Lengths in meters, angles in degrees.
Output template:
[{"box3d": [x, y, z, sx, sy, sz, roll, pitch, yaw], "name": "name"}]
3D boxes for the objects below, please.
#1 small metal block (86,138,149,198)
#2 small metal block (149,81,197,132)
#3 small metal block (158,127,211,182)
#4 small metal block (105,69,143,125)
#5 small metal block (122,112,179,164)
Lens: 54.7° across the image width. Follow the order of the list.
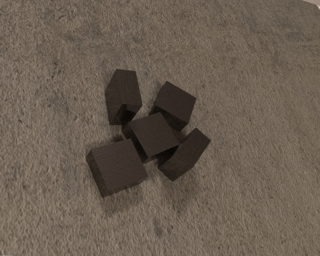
[{"box3d": [-0.049, 0.045, 0.351, 0.050, 0.025, 0.050, -15, 70, -34], "name": "small metal block"}, {"box3d": [0.018, -0.031, 0.434, 0.050, 0.025, 0.050, 29, 52, -10], "name": "small metal block"}, {"box3d": [0.030, 0.033, 0.385, 0.025, 0.050, 0.050, 42, 51, -1], "name": "small metal block"}, {"box3d": [-0.047, -0.037, 0.387, 0.025, 0.050, 0.050, 2, 61, -28], "name": "small metal block"}, {"box3d": [-0.012, 0.013, 0.391, 0.050, 0.025, 0.050, -20, 72, -36], "name": "small metal block"}]
